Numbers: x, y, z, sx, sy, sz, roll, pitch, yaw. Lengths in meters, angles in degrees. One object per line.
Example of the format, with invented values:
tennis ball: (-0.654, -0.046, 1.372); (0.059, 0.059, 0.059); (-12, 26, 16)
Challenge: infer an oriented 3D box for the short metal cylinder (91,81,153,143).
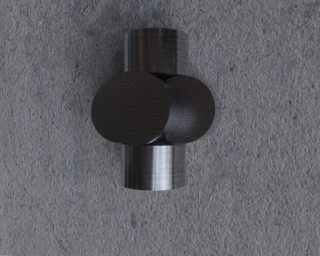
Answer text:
short metal cylinder: (-0.043, -0.021, 0.411); (0.080, 0.050, 0.079); (0, 90, 19)

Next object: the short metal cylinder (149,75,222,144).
short metal cylinder: (0.033, -0.022, 0.385); (0.080, 0.050, 0.079); (0, 90, 19)

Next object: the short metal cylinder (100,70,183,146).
short metal cylinder: (-0.019, -0.021, 0.349); (0.080, 0.050, 0.079); (0, 90, 19)

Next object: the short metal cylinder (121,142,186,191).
short metal cylinder: (-0.008, 0.044, 0.383); (0.080, 0.080, 0.050); (0, 90, 19)

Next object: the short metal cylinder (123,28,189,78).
short metal cylinder: (-0.005, -0.086, 0.382); (0.080, 0.080, 0.050); (0, 90, 19)
